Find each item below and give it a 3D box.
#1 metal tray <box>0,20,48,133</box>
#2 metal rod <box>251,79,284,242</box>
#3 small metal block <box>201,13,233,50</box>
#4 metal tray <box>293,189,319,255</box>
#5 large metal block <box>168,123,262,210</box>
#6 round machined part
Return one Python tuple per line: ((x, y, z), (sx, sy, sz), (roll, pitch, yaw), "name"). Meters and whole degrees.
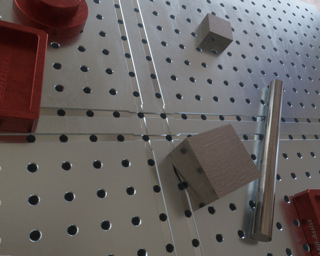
((-0.180, -0.063, 0.346), (0.091, 0.030, 0.130), (8, 58, -24), "metal tray")
((0.173, 0.029, 0.486), (0.025, 0.025, 0.300), (30, 52, -10), "metal rod")
((0.106, -0.181, 0.578), (0.050, 0.025, 0.050), (14, 56, -21), "small metal block")
((0.256, 0.156, 0.450), (0.091, 0.030, 0.130), (6, 59, -26), "metal tray")
((0.070, 0.048, 0.402), (0.081, 0.050, 0.080), (-16, 70, -35), "large metal block")
((-0.147, -0.174, 0.425), (0.099, 0.042, 0.098), (14, 56, -21), "round machined part")
